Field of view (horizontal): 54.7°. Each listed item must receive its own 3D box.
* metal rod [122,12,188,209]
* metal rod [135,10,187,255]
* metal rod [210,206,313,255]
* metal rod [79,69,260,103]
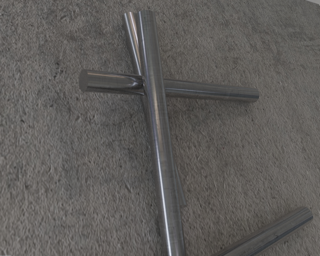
[{"bbox_3d":[-0.014,-0.039,0.420,0.025,0.025,0.299,0,62,-28],"label":"metal rod"},{"bbox_3d":[0.000,0.007,0.351,0.025,0.025,0.299,-1,77,-29],"label":"metal rod"},{"bbox_3d":[0.087,0.141,0.345,0.302,0.025,0.025,-9,66,-38],"label":"metal rod"},{"bbox_3d":[0.037,-0.054,0.430,0.302,0.025,0.025,-1,62,-37],"label":"metal rod"}]
